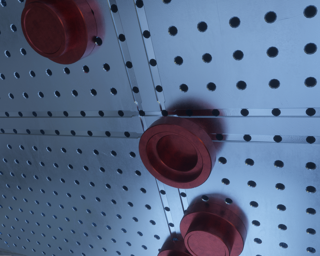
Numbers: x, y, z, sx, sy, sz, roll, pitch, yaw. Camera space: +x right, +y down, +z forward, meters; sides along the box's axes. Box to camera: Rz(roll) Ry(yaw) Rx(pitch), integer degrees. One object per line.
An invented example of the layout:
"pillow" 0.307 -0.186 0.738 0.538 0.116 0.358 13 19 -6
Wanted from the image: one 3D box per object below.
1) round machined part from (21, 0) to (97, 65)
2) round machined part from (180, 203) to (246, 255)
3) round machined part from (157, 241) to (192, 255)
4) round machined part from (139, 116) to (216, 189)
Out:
"round machined part" -0.133 -0.127 0.390 0.098 0.042 0.097 13 124 20
"round machined part" 0.075 0.162 0.460 0.098 0.042 0.097 13 124 20
"round machined part" 0.038 0.244 0.530 0.098 0.042 0.097 13 124 20
"round machined part" 0.026 0.028 0.403 0.098 0.042 0.097 13 124 20
